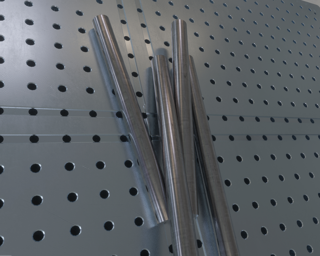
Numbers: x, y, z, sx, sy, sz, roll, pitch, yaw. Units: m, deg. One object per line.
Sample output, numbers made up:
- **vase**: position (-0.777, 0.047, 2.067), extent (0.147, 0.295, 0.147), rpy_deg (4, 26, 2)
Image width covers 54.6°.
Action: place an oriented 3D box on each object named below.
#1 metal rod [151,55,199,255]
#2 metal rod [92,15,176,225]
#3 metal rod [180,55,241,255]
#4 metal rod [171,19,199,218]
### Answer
- **metal rod**: position (0.013, 0.019, 0.381), extent (0.025, 0.025, 0.300), rpy_deg (11, 51, -22)
- **metal rod**: position (-0.039, -0.027, 0.402), extent (0.025, 0.025, 0.299), rpy_deg (-7, 65, -31)
- **metal rod**: position (0.061, 0.022, 0.426), extent (0.025, 0.025, 0.299), rpy_deg (5, 59, -25)
- **metal rod**: position (0.032, -0.031, 0.429), extent (0.025, 0.025, 0.299), rpy_deg (11, 61, -22)
